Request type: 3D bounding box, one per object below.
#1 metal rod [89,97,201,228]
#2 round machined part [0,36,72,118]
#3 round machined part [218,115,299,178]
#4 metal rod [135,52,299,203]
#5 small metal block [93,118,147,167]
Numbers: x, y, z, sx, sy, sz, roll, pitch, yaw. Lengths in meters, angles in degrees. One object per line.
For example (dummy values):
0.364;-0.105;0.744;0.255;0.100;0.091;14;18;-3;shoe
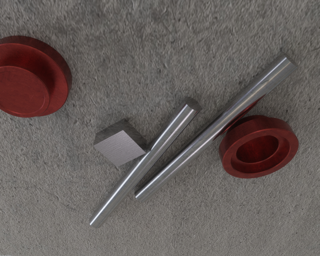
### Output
-0.036;0.068;0.464;0.025;0.025;0.298;25;126;-20;metal rod
-0.154;-0.050;0.352;0.099;0.042;0.097;0;130;0;round machined part
0.126;0.021;0.409;0.099;0.042;0.097;-5;135;-5;round machined part
0.057;0.017;0.421;0.025;0.025;0.299;29;124;-22;metal rod
-0.054;0.021;0.424;0.050;0.025;0.050;-27;125;21;small metal block
